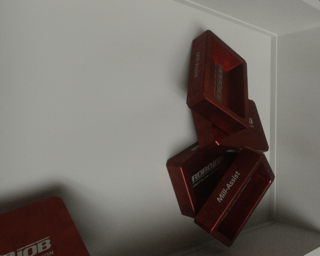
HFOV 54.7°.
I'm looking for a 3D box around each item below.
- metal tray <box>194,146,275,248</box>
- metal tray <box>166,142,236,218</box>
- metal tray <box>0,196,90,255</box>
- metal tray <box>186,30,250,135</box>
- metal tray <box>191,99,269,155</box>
[{"bbox_3d":[0.112,0.101,0.448,0.130,0.030,0.090,-53,139,-10],"label":"metal tray"},{"bbox_3d":[0.076,0.064,0.466,0.131,0.030,0.089,-28,108,-36],"label":"metal tray"},{"bbox_3d":[-0.131,0.120,0.259,0.131,0.030,0.090,-14,57,-39],"label":"metal tray"},{"bbox_3d":[0.084,-0.066,0.437,0.090,0.030,0.130,30,50,-28],"label":"metal tray"},{"bbox_3d":[0.107,-0.007,0.472,0.131,0.030,0.090,8,62,-40],"label":"metal tray"}]
